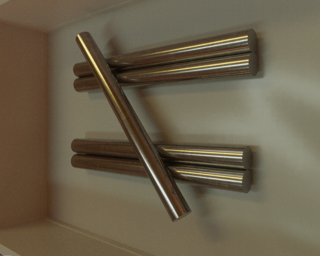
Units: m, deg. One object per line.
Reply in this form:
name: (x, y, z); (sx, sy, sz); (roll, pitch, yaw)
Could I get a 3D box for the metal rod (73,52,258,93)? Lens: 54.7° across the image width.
metal rod: (-0.018, -0.069, 0.419); (0.300, 0.025, 0.025); (1, 91, 40)

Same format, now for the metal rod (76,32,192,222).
metal rod: (-0.045, -0.018, 0.410); (0.025, 0.025, 0.299); (-45, 63, 31)

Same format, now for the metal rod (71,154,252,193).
metal rod: (-0.023, 0.056, 0.424); (0.300, 0.025, 0.025); (0, 90, 40)

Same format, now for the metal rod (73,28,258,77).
metal rod: (-0.018, -0.094, 0.420); (0.300, 0.025, 0.025); (1, 91, 40)

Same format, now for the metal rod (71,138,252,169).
metal rod: (-0.023, 0.030, 0.423); (0.300, 0.025, 0.025); (0, 90, 40)
